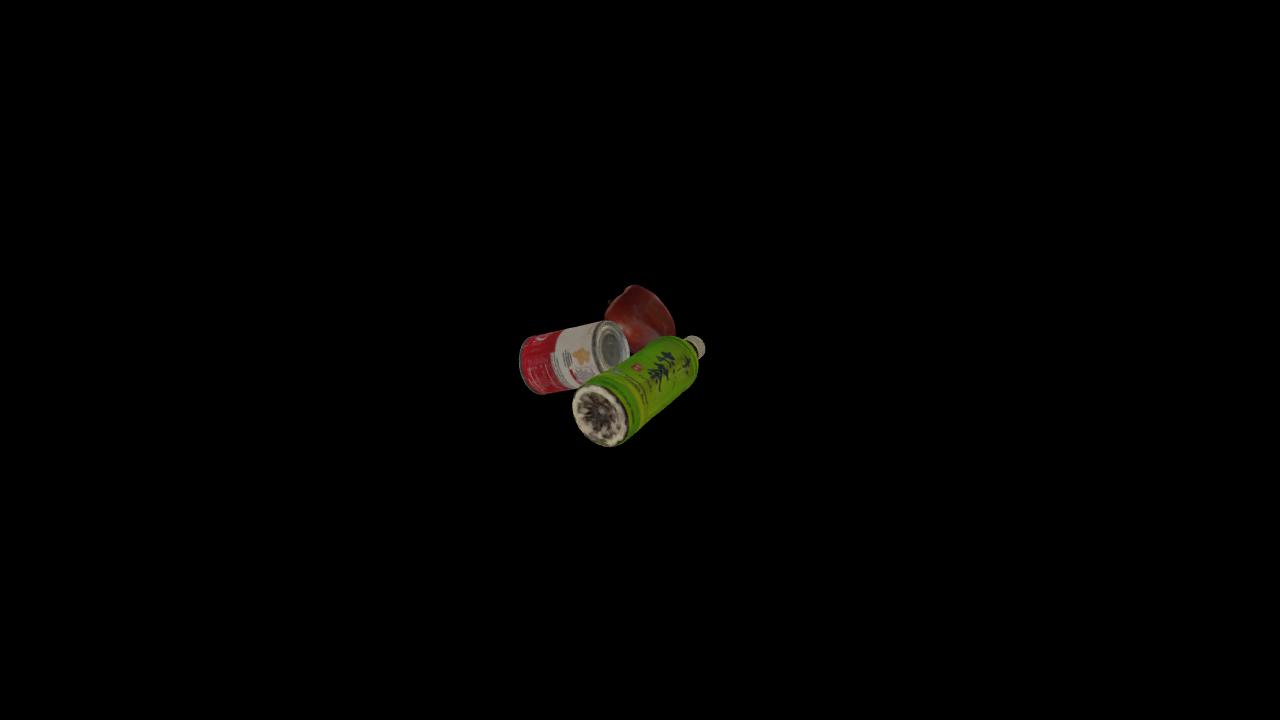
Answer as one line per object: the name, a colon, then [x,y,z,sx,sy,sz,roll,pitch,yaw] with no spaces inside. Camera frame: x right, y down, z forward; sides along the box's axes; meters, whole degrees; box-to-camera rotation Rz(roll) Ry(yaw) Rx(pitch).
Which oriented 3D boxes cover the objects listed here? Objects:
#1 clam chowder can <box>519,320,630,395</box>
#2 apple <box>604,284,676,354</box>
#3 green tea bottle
clam chowder can: [-0.070,-0.002,0.662,0.102,0.068,0.068,-10,-5,30]
apple: [-0.002,-0.045,0.746,0.093,0.079,0.079,42,5,5]
green tea bottle: [0.013,0.020,0.670,0.073,0.073,0.212,0,18,31]
